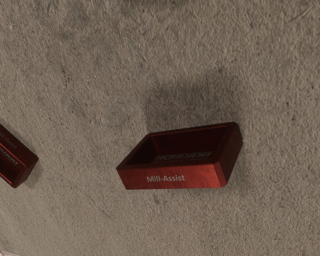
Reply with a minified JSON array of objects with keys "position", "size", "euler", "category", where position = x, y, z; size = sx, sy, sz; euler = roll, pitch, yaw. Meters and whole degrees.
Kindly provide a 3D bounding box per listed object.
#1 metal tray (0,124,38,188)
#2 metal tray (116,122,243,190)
[{"position":[-0.301,0.045,0.586],"size":[0.130,0.030,0.090],"euler":[42,129,-2],"category":"metal tray"},{"position":[0.024,0.033,0.371],"size":[0.130,0.090,0.030],"euler":[-8,114,31],"category":"metal tray"}]
